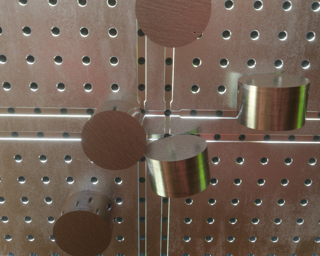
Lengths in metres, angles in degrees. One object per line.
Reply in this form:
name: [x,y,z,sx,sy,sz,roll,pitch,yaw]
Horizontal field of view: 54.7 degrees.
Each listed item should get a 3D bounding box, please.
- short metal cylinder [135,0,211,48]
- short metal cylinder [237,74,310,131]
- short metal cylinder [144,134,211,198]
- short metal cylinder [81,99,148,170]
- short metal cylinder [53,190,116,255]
short metal cylinder: [0.014,-0.134,0.351,0.081,0.050,0.079,0,110,-1]
short metal cylinder: [0.134,-0.034,0.374,0.081,0.080,0.050,-3,110,0]
short metal cylinder: [0.023,0.047,0.402,0.080,0.080,0.050,-8,110,2]
short metal cylinder: [-0.056,0.008,0.402,0.081,0.050,0.079,0,110,0]
short metal cylinder: [-0.107,0.139,0.450,0.081,0.050,0.079,0,110,-1]
